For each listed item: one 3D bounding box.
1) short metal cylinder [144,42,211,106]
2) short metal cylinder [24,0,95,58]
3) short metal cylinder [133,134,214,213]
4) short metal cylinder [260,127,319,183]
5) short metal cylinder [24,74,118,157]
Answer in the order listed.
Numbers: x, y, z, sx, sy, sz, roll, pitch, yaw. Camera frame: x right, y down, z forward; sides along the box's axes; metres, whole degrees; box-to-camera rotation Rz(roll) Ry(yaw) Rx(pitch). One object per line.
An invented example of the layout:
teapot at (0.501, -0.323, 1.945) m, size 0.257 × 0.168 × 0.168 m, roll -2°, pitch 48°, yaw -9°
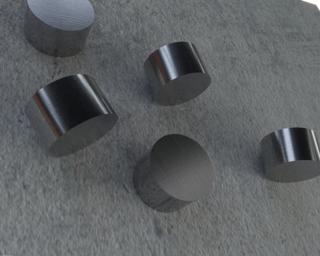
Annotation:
short metal cylinder at (0.023, -0.073, 0.427) m, size 0.081 × 0.080 × 0.050 m, roll -6°, pitch 65°, yaw -31°
short metal cylinder at (-0.132, -0.139, 0.403) m, size 0.081 × 0.050 × 0.080 m, roll 14°, pitch 56°, yaw -21°
short metal cylinder at (0.015, 0.054, 0.365) m, size 0.081 × 0.050 × 0.080 m, roll 14°, pitch 56°, yaw -21°
short metal cylinder at (0.190, 0.041, 0.449) m, size 0.081 × 0.080 × 0.050 m, roll 14°, pitch 56°, yaw -21°
short metal cylinder at (-0.092, -0.012, 0.327) m, size 0.081 × 0.080 × 0.050 m, roll -25°, pitch 76°, yaw -37°
